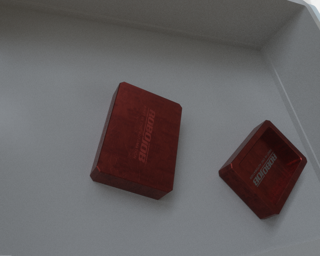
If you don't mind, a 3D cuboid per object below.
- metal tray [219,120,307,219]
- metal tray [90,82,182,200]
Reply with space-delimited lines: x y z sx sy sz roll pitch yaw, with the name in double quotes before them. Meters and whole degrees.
"metal tray" 0.154 0.056 0.453 0.090 0.030 0.131 47 51 4
"metal tray" -0.024 0.013 0.383 0.091 0.030 0.130 21 54 -16
